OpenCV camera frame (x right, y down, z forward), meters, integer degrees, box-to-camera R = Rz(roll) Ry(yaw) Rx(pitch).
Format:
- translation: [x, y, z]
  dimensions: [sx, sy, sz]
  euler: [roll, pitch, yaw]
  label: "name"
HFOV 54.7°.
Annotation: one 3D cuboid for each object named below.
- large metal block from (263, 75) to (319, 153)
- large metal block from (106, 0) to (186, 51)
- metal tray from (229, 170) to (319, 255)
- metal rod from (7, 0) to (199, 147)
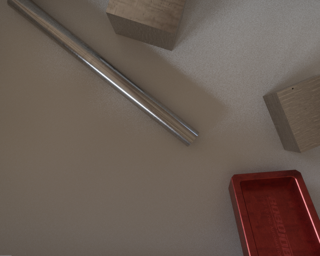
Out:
- translation: [0.194, -0.021, 0.402]
  dimensions: [0.080, 0.050, 0.080]
  euler: [-22, 90, -1]
  label: "large metal block"
- translation: [-0.015, -0.141, 0.384]
  dimensions: [0.080, 0.080, 0.050]
  euler: [17, 90, -1]
  label: "large metal block"
- translation: [0.141, 0.116, 0.373]
  dimensions: [0.091, 0.030, 0.130]
  euler: [-4, 51, -1]
  label: "metal tray"
- translation: [-0.074, -0.078, 0.410]
  dimensions: [0.300, 0.025, 0.025]
  euler: [38, 90, -1]
  label: "metal rod"
